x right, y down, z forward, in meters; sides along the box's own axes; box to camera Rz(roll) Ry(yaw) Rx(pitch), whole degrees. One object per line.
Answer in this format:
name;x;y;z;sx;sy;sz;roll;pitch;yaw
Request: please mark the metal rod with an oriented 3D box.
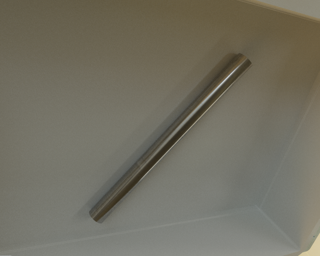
metal rod;0.012;0.017;0.427;0.300;0.025;0.025;-47;130;4
